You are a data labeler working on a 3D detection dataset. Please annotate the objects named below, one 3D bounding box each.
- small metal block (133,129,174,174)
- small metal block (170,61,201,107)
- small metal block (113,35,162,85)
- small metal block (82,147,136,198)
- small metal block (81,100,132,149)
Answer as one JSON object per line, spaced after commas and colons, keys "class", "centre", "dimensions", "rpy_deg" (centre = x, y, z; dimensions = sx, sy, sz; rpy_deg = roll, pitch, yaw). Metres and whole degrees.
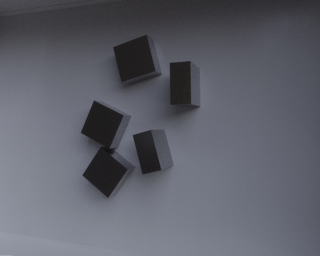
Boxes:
{"class": "small metal block", "centre": [-0.008, 0.029, 0.399], "dimensions": [0.025, 0.050, 0.050], "rpy_deg": [-16, 85, 19]}
{"class": "small metal block", "centre": [0.032, -0.053, 0.385], "dimensions": [0.025, 0.050, 0.050], "rpy_deg": [-1, 90, 20]}
{"class": "small metal block", "centre": [-0.030, -0.091, 0.420], "dimensions": [0.050, 0.025, 0.050], "rpy_deg": [-15, 85, 19]}
{"class": "small metal block", "centre": [-0.072, 0.061, 0.435], "dimensions": [0.050, 0.025, 0.050], "rpy_deg": [37, 102, 15]}
{"class": "small metal block", "centre": [-0.076, -0.005, 0.436], "dimensions": [0.050, 0.025, 0.050], "rpy_deg": [26, 99, 17]}
